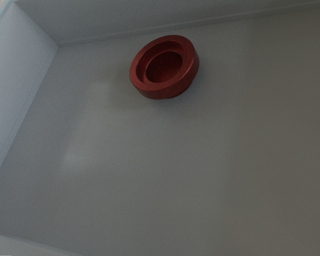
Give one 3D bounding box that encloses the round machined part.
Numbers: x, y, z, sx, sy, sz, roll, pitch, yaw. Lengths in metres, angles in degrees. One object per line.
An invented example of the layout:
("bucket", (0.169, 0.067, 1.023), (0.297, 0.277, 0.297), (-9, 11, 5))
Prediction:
("round machined part", (0.009, -0.081, 0.440), (0.098, 0.042, 0.098), (-13, 56, 21))
